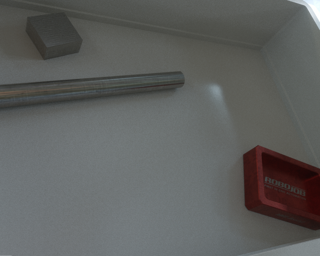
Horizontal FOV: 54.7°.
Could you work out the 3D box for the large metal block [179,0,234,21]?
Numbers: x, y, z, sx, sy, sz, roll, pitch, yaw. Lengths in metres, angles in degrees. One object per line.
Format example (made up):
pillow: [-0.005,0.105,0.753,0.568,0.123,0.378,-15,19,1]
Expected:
large metal block: [0.082,-0.259,0.597,0.081,0.050,0.080,-5,64,-31]

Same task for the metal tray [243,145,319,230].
metal tray: [0.185,0.087,0.451,0.131,0.030,0.090,20,54,-17]

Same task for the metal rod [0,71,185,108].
metal rod: [-0.095,-0.049,0.385,0.303,0.025,0.025,-11,68,-33]

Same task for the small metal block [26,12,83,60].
small metal block: [-0.139,-0.121,0.406,0.050,0.025,0.050,-26,76,-37]
